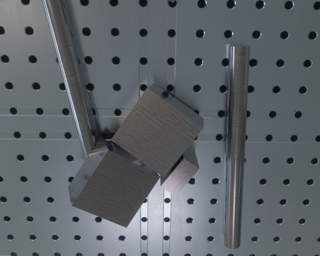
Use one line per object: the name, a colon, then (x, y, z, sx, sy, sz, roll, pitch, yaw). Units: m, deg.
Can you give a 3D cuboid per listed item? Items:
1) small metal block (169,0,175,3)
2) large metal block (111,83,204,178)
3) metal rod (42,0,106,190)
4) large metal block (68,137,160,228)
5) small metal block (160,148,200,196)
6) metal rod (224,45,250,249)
small metal block: (0.012, -0.178, 0.348, 0.050, 0.025, 0.050, 39, 105, -13)
large metal block: (-0.001, 0.001, 0.393, 0.080, 0.050, 0.080, 36, 106, -2)
metal rod: (-0.108, -0.056, 0.391, 0.025, 0.025, 0.298, -9, 110, 3)
large metal block: (-0.061, 0.071, 0.406, 0.080, 0.050, 0.080, 32, 92, -27)
small metal block: (0.025, 0.055, 0.420, 0.025, 0.050, 0.050, 34, 107, -12)
metal rod: (0.104, 0.039, 0.428, 0.025, 0.025, 0.298, -3, 110, 1)
